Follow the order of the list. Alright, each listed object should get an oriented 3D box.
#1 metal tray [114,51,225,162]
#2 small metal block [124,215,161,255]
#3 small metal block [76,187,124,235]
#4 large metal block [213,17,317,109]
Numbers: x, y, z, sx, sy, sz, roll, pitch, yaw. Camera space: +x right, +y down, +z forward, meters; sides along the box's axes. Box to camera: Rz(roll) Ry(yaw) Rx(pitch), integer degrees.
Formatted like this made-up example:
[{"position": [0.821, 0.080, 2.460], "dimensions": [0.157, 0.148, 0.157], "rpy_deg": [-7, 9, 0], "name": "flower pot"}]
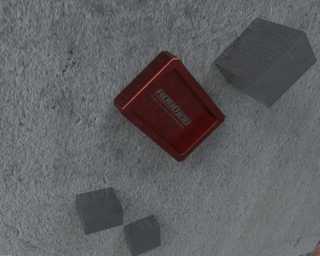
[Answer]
[{"position": [0.017, -0.022, 0.398], "dimensions": [0.090, 0.030, 0.130], "rpy_deg": [-45, 129, 3], "name": "metal tray"}, {"position": [-0.027, 0.174, 0.500], "dimensions": [0.050, 0.025, 0.050], "rpy_deg": [-16, 125, -20], "name": "small metal block"}, {"position": [-0.081, 0.109, 0.414], "dimensions": [0.050, 0.050, 0.025], "rpy_deg": [-8, 122, -24], "name": "small metal block"}, {"position": [0.130, -0.084, 0.390], "dimensions": [0.080, 0.080, 0.050], "rpy_deg": [-46, 129, 4], "name": "large metal block"}]
